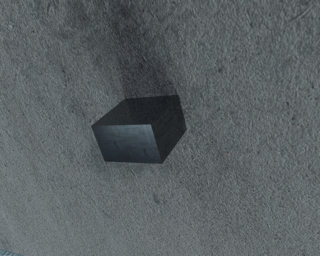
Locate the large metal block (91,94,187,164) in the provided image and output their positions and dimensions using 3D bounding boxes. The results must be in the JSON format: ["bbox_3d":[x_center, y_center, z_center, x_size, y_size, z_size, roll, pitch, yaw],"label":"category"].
[{"bbox_3d":[-0.022,0.000,0.383,0.080,0.080,0.050,-1,118,28],"label":"large metal block"}]
